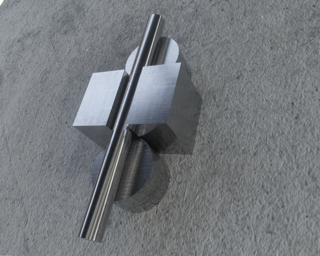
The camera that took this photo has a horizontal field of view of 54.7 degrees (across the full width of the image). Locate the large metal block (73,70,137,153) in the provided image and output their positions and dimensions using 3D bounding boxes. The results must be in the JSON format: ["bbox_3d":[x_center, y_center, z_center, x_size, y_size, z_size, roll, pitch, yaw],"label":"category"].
[{"bbox_3d":[-0.058,-0.019,0.412,0.050,0.080,0.080,-1,61,28],"label":"large metal block"}]

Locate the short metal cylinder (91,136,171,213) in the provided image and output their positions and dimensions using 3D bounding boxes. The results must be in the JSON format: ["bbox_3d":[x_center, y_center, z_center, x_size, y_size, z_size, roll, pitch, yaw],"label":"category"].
[{"bbox_3d":[-0.034,0.056,0.373,0.080,0.050,0.080,-13,56,20],"label":"short metal cylinder"}]

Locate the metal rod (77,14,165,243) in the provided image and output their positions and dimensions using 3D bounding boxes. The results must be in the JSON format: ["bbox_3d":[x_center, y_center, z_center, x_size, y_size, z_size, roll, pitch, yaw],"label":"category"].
[{"bbox_3d":[-0.037,-0.020,0.372,0.025,0.025,0.300,0,61,28],"label":"metal rod"}]

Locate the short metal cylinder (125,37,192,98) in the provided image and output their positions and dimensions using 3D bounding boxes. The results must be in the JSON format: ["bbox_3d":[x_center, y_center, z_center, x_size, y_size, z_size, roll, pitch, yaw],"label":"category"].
[{"bbox_3d":[-0.001,-0.082,0.440,0.080,0.050,0.080,-13,56,20],"label":"short metal cylinder"}]

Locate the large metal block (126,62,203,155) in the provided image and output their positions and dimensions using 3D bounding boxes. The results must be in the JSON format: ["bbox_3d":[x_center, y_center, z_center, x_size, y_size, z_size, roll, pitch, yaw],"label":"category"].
[{"bbox_3d":[0.010,-0.021,0.377,0.050,0.080,0.080,-1,61,28],"label":"large metal block"}]
